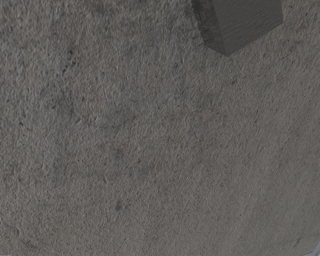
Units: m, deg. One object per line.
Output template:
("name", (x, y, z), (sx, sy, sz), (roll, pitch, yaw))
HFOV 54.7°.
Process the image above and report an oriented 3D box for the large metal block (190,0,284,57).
("large metal block", (0.086, -0.141, 0.350), (0.080, 0.050, 0.080), (-33, 129, -7))
